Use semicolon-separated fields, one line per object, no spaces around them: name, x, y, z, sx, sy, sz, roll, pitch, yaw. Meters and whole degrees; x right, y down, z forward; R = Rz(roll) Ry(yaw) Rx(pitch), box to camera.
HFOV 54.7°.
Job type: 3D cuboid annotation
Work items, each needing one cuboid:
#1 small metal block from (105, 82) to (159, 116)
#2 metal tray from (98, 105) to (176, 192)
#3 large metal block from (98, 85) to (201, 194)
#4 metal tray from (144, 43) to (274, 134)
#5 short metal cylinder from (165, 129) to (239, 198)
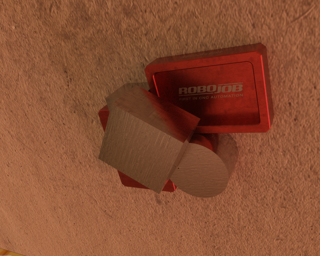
small metal block;-0.031;-0.037;0.386;0.050;0.050;0.025;1;119;28
metal tray;-0.025;0.026;0.436;0.090;0.030;0.129;1;119;28
large metal block;-0.014;0.013;0.341;0.080;0.050;0.079;29;128;10
metal tray;0.055;-0.040;0.351;0.130;0.030;0.089;-2;118;29
short metal cylinder;0.053;0.040;0.389;0.080;0.050;0.079;14;124;21
